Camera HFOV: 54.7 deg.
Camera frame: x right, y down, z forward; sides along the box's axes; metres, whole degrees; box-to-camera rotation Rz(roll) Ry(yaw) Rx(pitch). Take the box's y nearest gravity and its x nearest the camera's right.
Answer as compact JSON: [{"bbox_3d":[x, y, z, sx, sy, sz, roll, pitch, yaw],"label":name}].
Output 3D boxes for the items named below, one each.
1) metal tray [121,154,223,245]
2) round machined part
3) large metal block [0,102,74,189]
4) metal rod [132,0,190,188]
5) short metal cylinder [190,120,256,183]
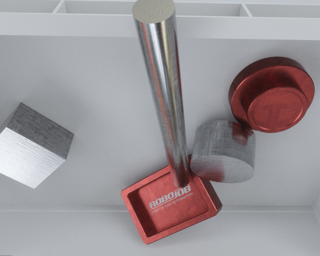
[{"bbox_3d":[0.014,0.107,0.461,0.130,0.030,0.090,-32,79,23],"label":"metal tray"},{"bbox_3d":[0.135,-0.032,0.373,0.099,0.042,0.097,-1,130,0],"label":"round machined part"},{"bbox_3d":[-0.176,0.026,0.412,0.080,0.050,0.080,36,121,-27],"label":"large metal block"},{"bbox_3d":[0.013,0.002,0.309,0.025,0.025,0.299,-6,151,4],"label":"metal rod"},{"bbox_3d":[0.083,0.033,0.405,0.080,0.050,0.080,10,149,6],"label":"short metal cylinder"}]
